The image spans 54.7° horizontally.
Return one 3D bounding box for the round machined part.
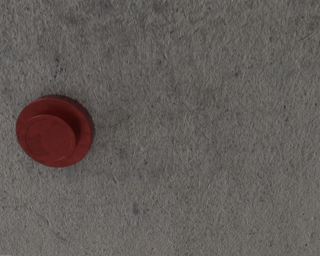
[{"bbox_3d":[-0.138,0.009,0.403,0.099,0.042,0.097,0,110,0],"label":"round machined part"}]
